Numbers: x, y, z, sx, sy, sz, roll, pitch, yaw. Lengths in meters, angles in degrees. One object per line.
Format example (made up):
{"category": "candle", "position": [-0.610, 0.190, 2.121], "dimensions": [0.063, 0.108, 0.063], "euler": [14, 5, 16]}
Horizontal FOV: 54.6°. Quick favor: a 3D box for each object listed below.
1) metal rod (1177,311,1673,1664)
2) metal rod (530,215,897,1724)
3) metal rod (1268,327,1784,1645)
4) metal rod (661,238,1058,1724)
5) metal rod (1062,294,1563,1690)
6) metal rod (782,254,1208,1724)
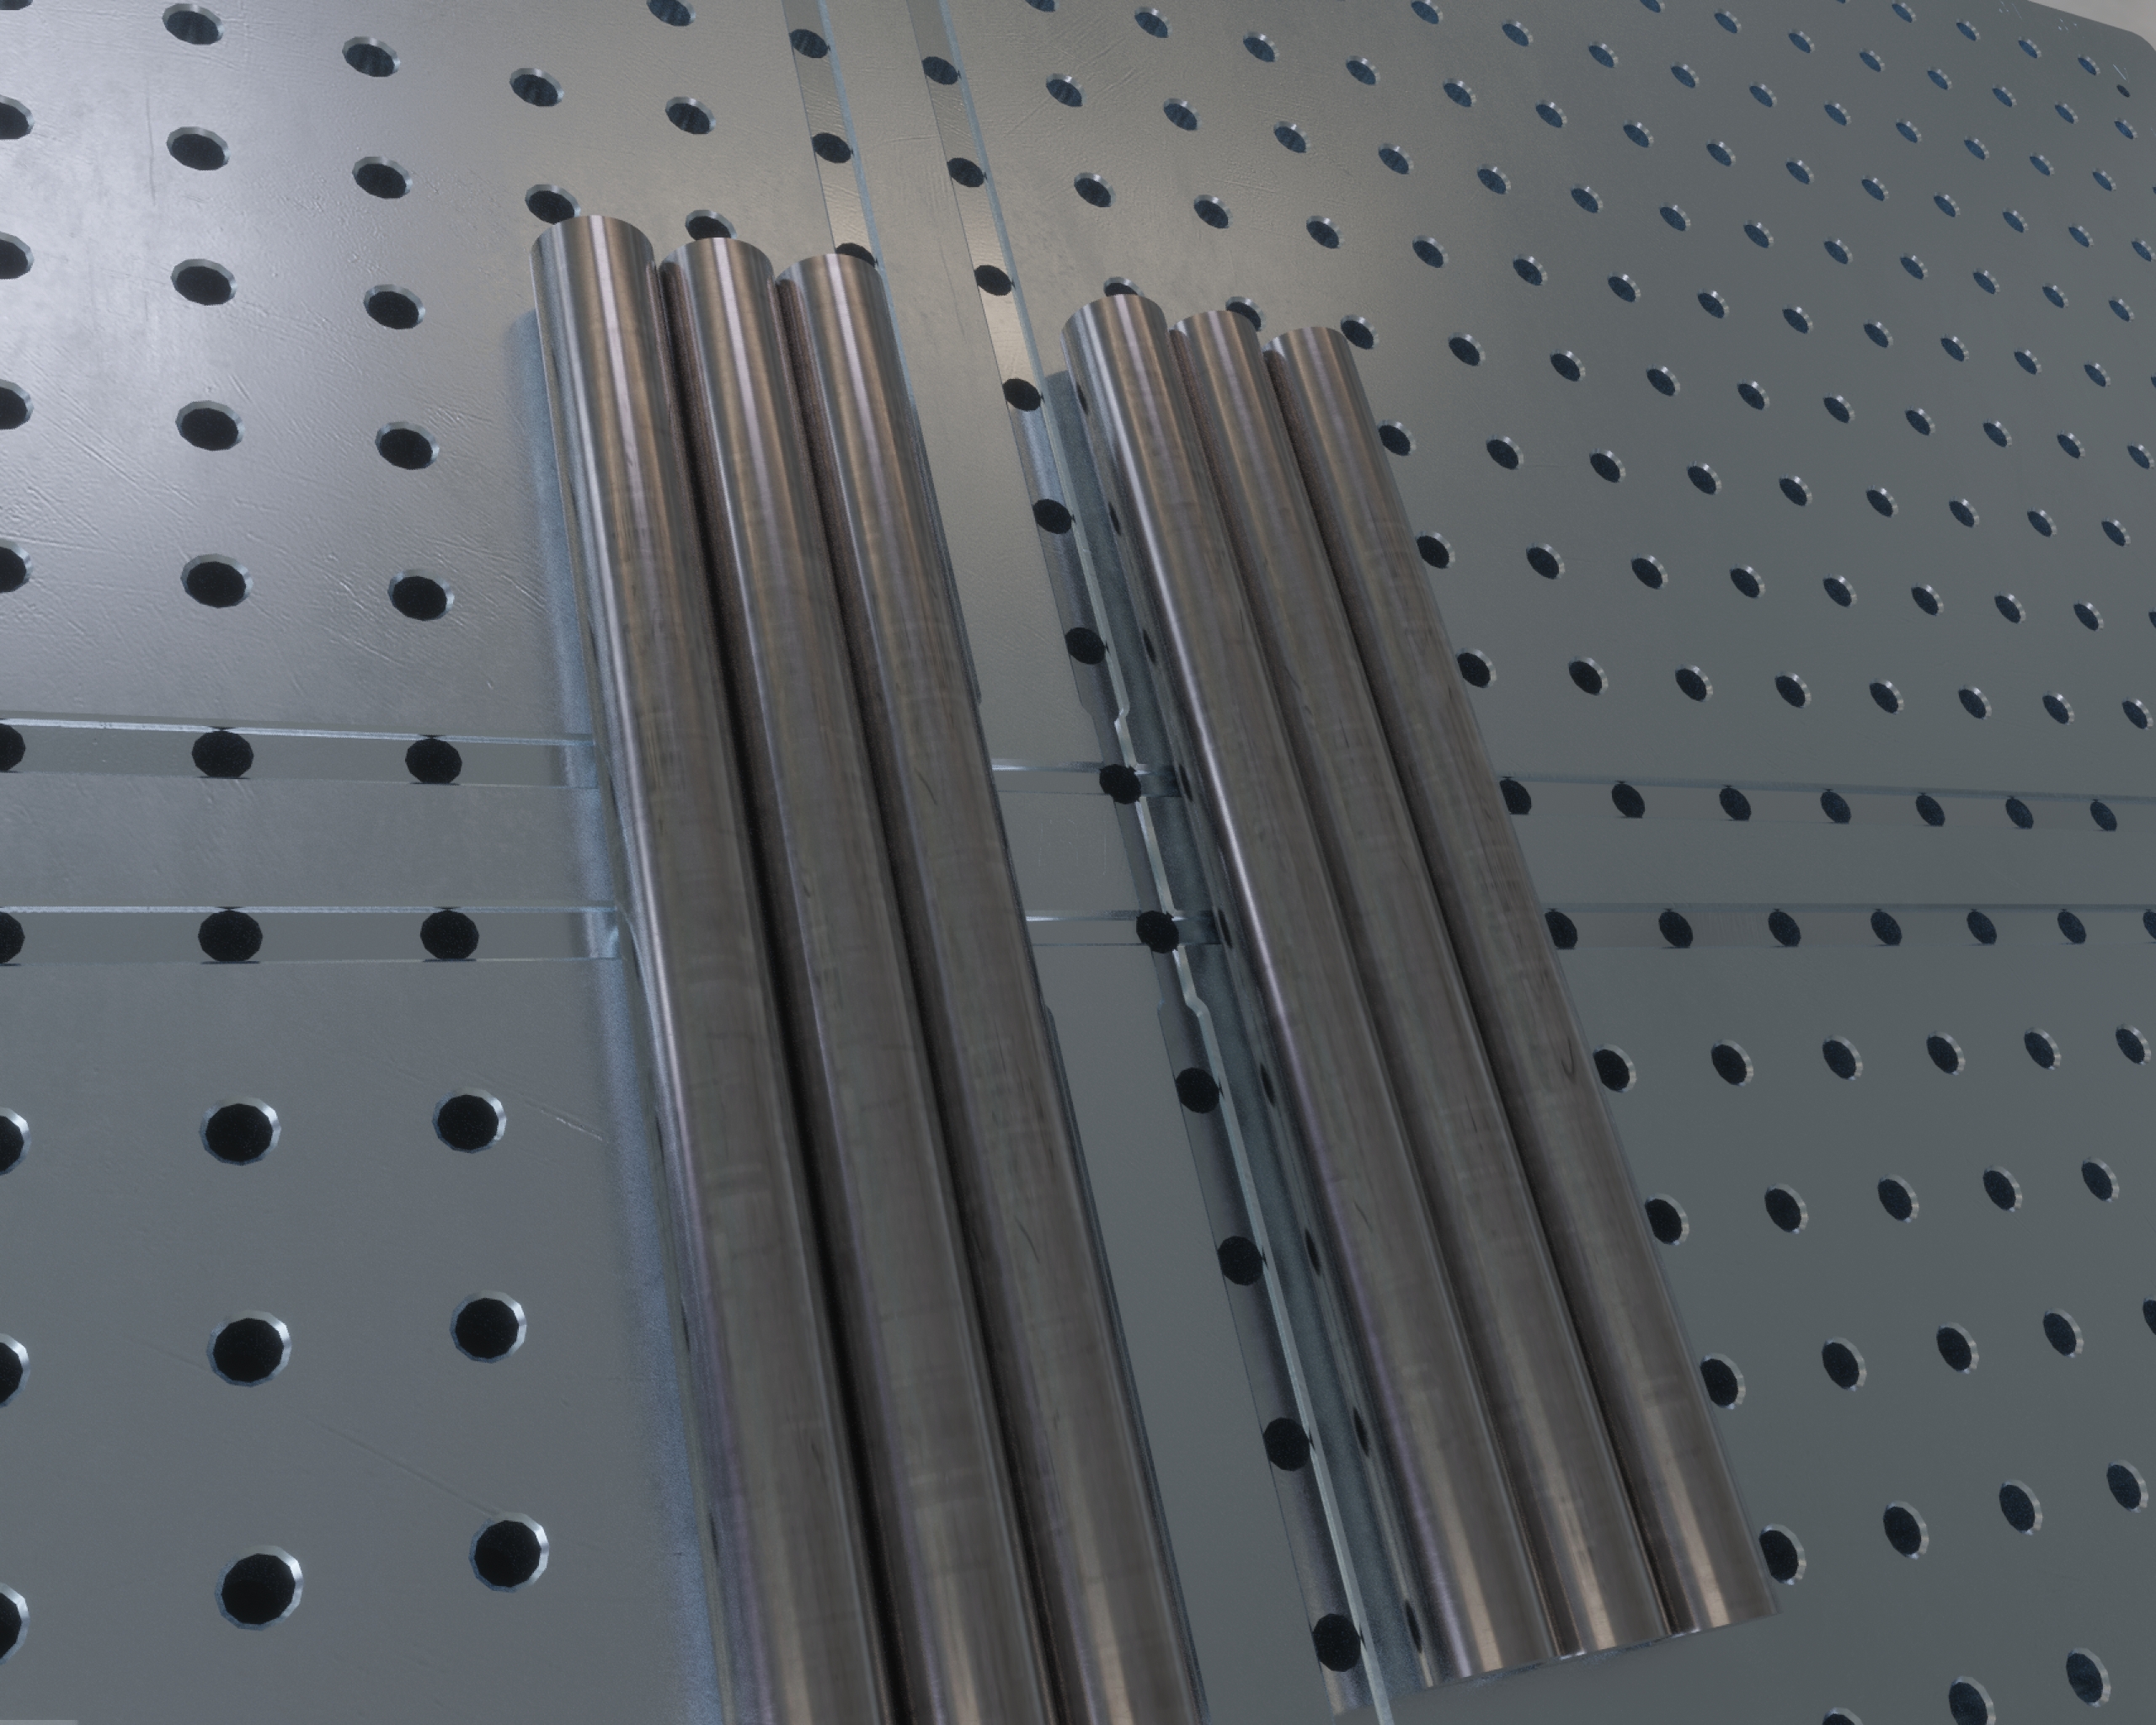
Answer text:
{"category": "metal rod", "position": [0.062, 0.009, 0.435], "dimensions": [0.025, 0.025, 0.299], "euler": [1, 61, -28]}
{"category": "metal rod", "position": [-0.068, 0.008, 0.366], "dimensions": [0.025, 0.025, 0.299], "euler": [1, 61, -28]}
{"category": "metal rod", "position": [0.086, 0.009, 0.447], "dimensions": [0.025, 0.025, 0.299], "euler": [1, 61, -28]}
{"category": "metal rod", "position": [-0.045, 0.009, 0.377], "dimensions": [0.025, 0.025, 0.299], "euler": [1, 61, -28]}
{"category": "metal rod", "position": [0.040, 0.008, 0.423], "dimensions": [0.025, 0.025, 0.299], "euler": [1, 61, -28]}
{"category": "metal rod", "position": [-0.023, 0.009, 0.389], "dimensions": [0.025, 0.025, 0.299], "euler": [1, 61, -28]}
